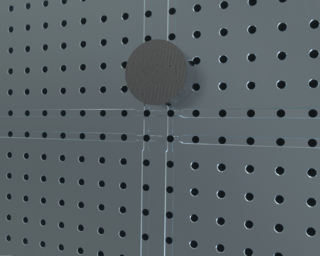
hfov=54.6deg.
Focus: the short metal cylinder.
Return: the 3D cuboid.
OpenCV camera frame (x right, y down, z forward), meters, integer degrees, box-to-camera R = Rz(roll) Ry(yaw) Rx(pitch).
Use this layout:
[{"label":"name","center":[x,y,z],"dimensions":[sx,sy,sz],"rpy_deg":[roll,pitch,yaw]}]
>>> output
[{"label":"short metal cylinder","center":[0.003,-0.068,0.399],"dimensions":[0.080,0.050,0.080],"rpy_deg":[0,90,20]}]
